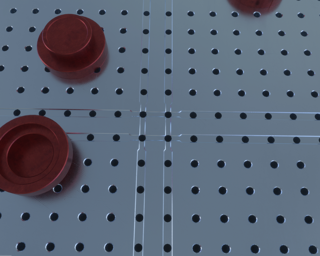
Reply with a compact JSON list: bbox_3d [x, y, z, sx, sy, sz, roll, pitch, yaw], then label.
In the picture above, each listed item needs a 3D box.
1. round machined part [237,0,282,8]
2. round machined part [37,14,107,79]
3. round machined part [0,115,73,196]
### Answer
[{"bbox_3d":[0.161,-0.245,0.494,0.099,0.042,0.098,0,70,-1],"label":"round machined part"},{"bbox_3d":[-0.128,-0.124,0.446,0.099,0.042,0.098,0,70,0],"label":"round machined part"},{"bbox_3d":[-0.158,0.036,0.388,0.099,0.042,0.098,0,70,-1],"label":"round machined part"}]
